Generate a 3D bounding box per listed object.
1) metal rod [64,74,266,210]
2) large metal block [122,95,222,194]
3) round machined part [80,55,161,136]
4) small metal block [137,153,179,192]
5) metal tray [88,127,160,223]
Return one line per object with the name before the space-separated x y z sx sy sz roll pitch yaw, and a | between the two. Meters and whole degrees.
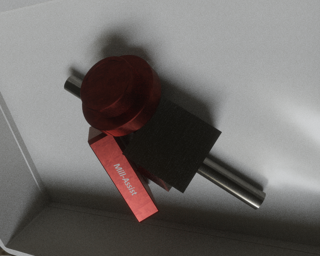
metal rod | 0.002 0.015 0.414 0.301 0.025 0.025 32 128 7
large metal block | 0.015 0.020 0.368 0.080 0.050 0.080 32 86 7
round machined part | -0.052 -0.043 0.356 0.098 0.098 0.042 -2 158 28
small metal block | 0.005 0.049 0.417 0.050 0.050 0.025 33 129 6
metal tray | -0.051 0.055 0.426 0.030 0.090 0.130 -30 106 -4
